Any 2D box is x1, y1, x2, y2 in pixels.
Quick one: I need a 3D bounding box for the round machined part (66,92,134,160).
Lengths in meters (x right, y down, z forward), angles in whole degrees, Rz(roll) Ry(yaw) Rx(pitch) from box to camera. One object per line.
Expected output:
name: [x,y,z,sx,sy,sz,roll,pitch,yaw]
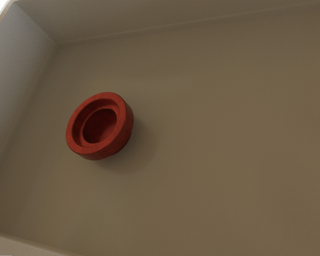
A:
round machined part: [-0.080,0.001,0.437,0.098,0.042,0.098,-13,56,21]
